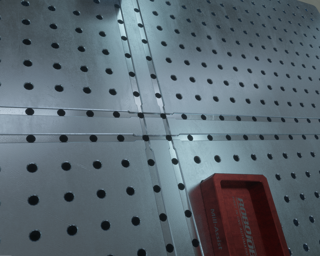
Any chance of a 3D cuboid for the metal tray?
[{"bbox_3d":[0.108,0.124,0.389,0.091,0.030,0.130,6,59,-26],"label":"metal tray"}]
